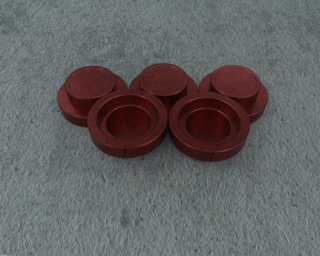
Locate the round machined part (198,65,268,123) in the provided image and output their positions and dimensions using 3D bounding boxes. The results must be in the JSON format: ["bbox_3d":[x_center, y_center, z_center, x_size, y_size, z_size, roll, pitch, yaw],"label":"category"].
[{"bbox_3d":[0.104,-0.052,0.439,0.099,0.042,0.098,0,50,0],"label":"round machined part"}]

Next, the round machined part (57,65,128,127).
[{"bbox_3d":[-0.094,-0.051,0.435,0.099,0.042,0.098,0,50,0],"label":"round machined part"}]

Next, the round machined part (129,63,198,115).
[{"bbox_3d":[0.005,-0.055,0.440,0.099,0.042,0.098,0,50,0],"label":"round machined part"}]

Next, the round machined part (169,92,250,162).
[{"bbox_3d":[0.060,0.003,0.392,0.099,0.042,0.098,0,50,0],"label":"round machined part"}]

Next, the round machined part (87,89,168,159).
[{"bbox_3d":[-0.039,-0.001,0.394,0.099,0.042,0.098,0,50,0],"label":"round machined part"}]
